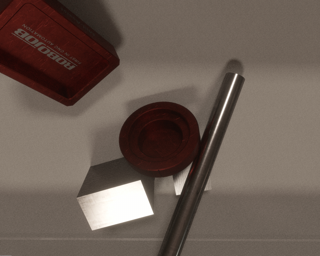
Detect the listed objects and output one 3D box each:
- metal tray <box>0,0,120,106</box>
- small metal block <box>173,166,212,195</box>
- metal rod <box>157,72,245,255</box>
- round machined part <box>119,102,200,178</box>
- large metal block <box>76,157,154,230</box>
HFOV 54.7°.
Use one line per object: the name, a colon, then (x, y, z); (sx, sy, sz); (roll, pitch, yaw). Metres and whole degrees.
metal tray: (-0.119, -0.084, 0.335); (0.090, 0.030, 0.130); (-38, 143, 16)
small metal block: (0.043, 0.063, 0.435); (0.050, 0.025, 0.050); (-10, 110, 3)
metal rod: (0.041, 0.074, 0.376); (0.025, 0.025, 0.299); (22, 84, -8)
round machined part: (0.002, 0.018, 0.389); (0.099, 0.098, 0.042); (-13, 145, 4)
large metal block: (-0.054, 0.080, 0.411); (0.080, 0.080, 0.050); (-16, 110, 5)
